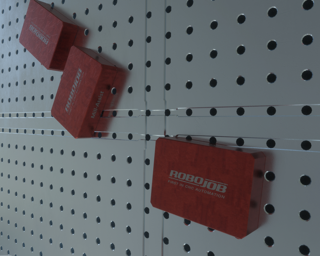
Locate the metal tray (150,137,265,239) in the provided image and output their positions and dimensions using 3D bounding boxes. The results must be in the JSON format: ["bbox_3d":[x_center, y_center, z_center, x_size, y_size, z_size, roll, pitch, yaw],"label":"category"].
[{"bbox_3d":[0.050,0.063,0.363,0.130,0.030,0.089,9,95,39],"label":"metal tray"}]

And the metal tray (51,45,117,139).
[{"bbox_3d":[-0.128,-0.059,0.509,0.090,0.030,0.129,37,112,33],"label":"metal tray"}]

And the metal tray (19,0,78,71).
[{"bbox_3d":[-0.211,-0.174,0.577,0.130,0.030,0.089,40,114,32],"label":"metal tray"}]
